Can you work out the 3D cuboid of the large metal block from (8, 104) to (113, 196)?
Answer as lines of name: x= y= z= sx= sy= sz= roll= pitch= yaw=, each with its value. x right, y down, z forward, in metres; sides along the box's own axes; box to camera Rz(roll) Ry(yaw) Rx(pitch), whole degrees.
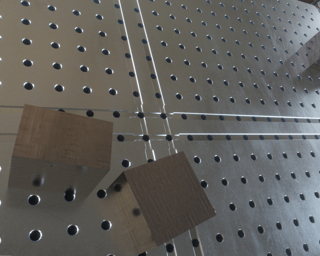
large metal block: x=-0.098 y=0.027 z=0.304 sx=0.081 sy=0.080 sz=0.050 roll=12 pitch=57 yaw=-22

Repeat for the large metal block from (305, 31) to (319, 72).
large metal block: x=0.386 y=-0.167 z=0.706 sx=0.080 sy=0.050 sz=0.080 roll=22 pitch=53 yaw=-16

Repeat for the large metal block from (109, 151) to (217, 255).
large metal block: x=0.002 y=0.081 z=0.345 sx=0.081 sy=0.050 sz=0.080 roll=-15 pitch=70 yaw=-34
